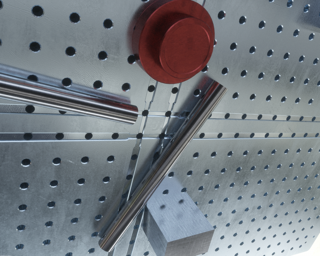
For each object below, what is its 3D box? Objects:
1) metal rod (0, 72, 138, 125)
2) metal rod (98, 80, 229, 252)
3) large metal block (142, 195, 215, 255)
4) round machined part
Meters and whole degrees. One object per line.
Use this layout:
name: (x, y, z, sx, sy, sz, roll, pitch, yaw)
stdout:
metal rod: (-0.156, -0.042, 0.300, 0.302, 0.025, 0.025, 12, 112, -34)
metal rod: (0.000, 0.061, 0.450, 0.025, 0.025, 0.299, 26, 104, -38)
large metal block: (0.026, 0.158, 0.490, 0.081, 0.080, 0.050, -5, 121, -26)
round machined part: (0.022, -0.095, 0.355, 0.099, 0.042, 0.097, -14, 125, -21)
